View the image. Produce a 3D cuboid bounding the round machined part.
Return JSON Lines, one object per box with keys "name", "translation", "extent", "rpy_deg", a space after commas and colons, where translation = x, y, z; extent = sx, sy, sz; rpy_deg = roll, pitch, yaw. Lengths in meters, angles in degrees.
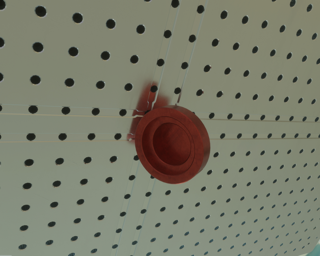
{"name": "round machined part", "translation": [0.020, 0.019, 0.398], "extent": [0.042, 0.098, 0.097], "rpy_deg": [-21, 134, -56]}
